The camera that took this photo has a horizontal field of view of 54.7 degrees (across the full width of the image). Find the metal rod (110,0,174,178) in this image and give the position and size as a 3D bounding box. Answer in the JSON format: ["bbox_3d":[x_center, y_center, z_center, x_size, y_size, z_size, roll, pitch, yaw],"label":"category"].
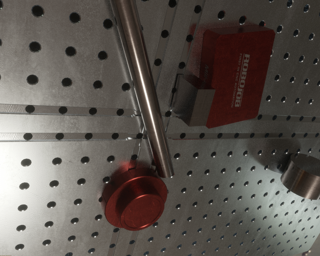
[{"bbox_3d":[-0.019,-0.052,0.369,0.025,0.025,0.298,-24,128,-14],"label":"metal rod"}]

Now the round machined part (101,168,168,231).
[{"bbox_3d":[-0.033,0.111,0.453,0.099,0.042,0.097,-14,125,-21],"label":"round machined part"}]

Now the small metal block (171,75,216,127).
[{"bbox_3d":[0.041,-0.036,0.397,0.025,0.050,0.050,-3,120,-27],"label":"small metal block"}]

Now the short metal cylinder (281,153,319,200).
[{"bbox_3d":[0.279,0.091,0.588,0.081,0.080,0.050,-1,119,-29],"label":"short metal cylinder"}]

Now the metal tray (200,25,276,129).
[{"bbox_3d":[0.100,-0.069,0.422,0.091,0.030,0.129,-12,124,-22],"label":"metal tray"}]
